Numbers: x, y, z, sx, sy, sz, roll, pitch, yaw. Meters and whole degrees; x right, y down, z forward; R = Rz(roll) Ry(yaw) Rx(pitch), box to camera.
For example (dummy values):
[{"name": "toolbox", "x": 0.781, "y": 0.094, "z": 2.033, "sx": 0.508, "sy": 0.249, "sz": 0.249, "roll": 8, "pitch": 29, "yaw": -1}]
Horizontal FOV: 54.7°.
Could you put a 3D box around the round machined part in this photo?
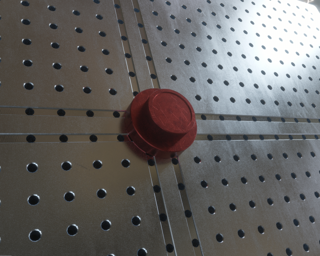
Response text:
[{"name": "round machined part", "x": 0.007, "y": -0.013, "z": 0.410, "sx": 0.099, "sy": 0.042, "sz": 0.098, "roll": 14, "pitch": 56, "yaw": -21}]
